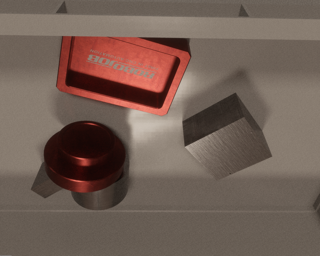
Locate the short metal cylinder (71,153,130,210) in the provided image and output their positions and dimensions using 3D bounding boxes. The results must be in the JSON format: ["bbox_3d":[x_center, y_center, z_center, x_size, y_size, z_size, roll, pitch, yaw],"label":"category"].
[{"bbox_3d":[-0.083,0.065,0.427,0.081,0.080,0.050,4,130,-4],"label":"short metal cylinder"}]

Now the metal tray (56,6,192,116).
[{"bbox_3d":[-0.042,-0.069,0.345,0.131,0.030,0.089,13,129,-12],"label":"metal tray"}]

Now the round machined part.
[{"bbox_3d":[-0.092,0.028,0.384,0.099,0.098,0.042,9,130,-8],"label":"round machined part"}]

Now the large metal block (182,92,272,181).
[{"bbox_3d":[0.087,0.014,0.406,0.080,0.050,0.080,-29,125,22],"label":"large metal block"}]

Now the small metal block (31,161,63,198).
[{"bbox_3d":[-0.152,0.066,0.445,0.050,0.050,0.025,-29,124,24],"label":"small metal block"}]
